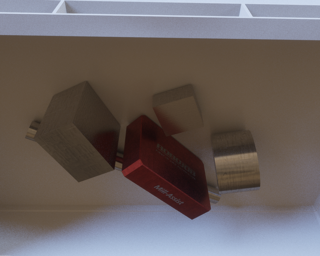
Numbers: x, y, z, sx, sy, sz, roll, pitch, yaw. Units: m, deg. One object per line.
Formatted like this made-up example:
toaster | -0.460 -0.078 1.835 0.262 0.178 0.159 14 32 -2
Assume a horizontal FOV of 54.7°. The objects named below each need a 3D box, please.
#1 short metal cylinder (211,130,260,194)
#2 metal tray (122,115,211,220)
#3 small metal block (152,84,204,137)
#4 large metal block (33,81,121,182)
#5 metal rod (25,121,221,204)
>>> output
short metal cylinder | 0.098 0.045 0.411 0.050 0.080 0.080 -8 130 8
metal tray | 0.011 0.052 0.408 0.030 0.090 0.130 -36 122 26
small metal block | 0.023 -0.021 0.388 0.050 0.025 0.050 -16 129 12
large metal block | -0.093 0.004 0.373 0.050 0.080 0.080 -21 127 16
metal rod | -0.040 0.056 0.455 0.302 0.025 0.025 22 126 -19
